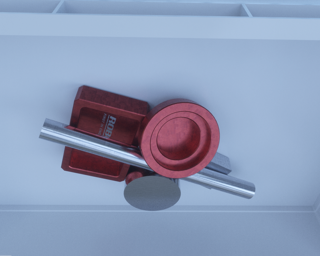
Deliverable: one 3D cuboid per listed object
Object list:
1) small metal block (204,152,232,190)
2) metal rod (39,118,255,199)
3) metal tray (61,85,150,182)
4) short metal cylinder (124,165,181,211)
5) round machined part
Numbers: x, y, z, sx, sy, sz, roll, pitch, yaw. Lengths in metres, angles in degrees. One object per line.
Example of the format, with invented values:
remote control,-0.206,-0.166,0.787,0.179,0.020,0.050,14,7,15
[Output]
small metal block,0.069,0.060,0.459,0.050,0.025,0.050,25,126,-20
metal rod,-0.002,0.046,0.409,0.302,0.025,0.025,19,128,-19
metal tray,-0.075,0.013,0.413,0.091,0.030,0.129,14,129,-13
short metal cylinder,-0.011,0.078,0.456,0.081,0.050,0.079,0,130,0
round machined part,0.021,0.010,0.389,0.099,0.042,0.097,-4,109,-13
